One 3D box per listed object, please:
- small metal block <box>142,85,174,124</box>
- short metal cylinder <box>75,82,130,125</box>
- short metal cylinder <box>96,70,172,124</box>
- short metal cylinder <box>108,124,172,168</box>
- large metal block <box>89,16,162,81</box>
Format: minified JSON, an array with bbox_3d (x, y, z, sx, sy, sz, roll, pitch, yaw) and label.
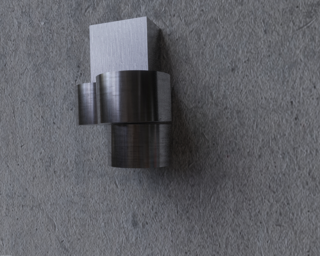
[{"bbox_3d":[-0.002,-0.030,0.400,0.025,0.050,0.050,1,91,20],"label":"small metal block"},{"bbox_3d":[-0.069,-0.029,0.406,0.080,0.080,0.050,-2,89,20],"label":"short metal cylinder"},{"bbox_3d":[-0.028,-0.031,0.338,0.080,0.080,0.050,-2,89,20],"label":"short metal cylinder"},{"bbox_3d":[-0.025,0.021,0.390,0.080,0.080,0.050,0,90,20],"label":"short metal cylinder"},{"bbox_3d":[-0.044,-0.095,0.413,0.080,0.050,0.080,-2,89,20],"label":"large metal block"}]
